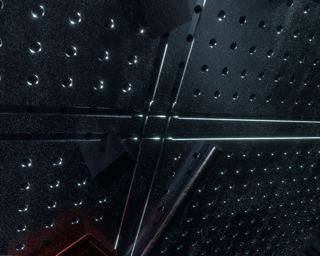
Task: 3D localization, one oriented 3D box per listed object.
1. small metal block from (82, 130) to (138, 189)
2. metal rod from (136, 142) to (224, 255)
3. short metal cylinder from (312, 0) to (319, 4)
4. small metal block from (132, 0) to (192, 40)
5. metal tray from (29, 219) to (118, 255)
[{"bbox_3d":[-0.063,0.038,0.385,0.050,0.050,0.025,-39,130,-2],"label":"small metal block"},{"bbox_3d":[0.014,0.153,0.515,0.025,0.025,0.298,20,108,-36],"label":"metal rod"},{"bbox_3d":[0.230,-0.195,0.383,0.080,0.080,0.050,-31,129,-9],"label":"short metal cylinder"},{"bbox_3d":[0.001,-0.131,0.332,0.050,0.025,0.050,-30,129,-10],"label":"small metal block"},{"bbox_3d":[-0.139,0.203,0.458,0.130,0.030,0.090,-34,129,-6],"label":"metal tray"}]
